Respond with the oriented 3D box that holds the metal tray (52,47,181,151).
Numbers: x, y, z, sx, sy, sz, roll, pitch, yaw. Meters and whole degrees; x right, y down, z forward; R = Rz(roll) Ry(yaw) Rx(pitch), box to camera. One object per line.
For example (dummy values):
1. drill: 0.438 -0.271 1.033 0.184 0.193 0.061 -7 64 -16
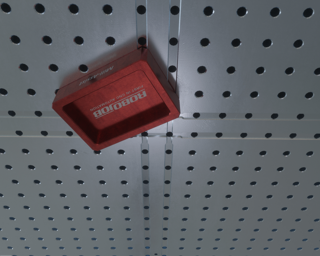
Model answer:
1. metal tray: -0.052 -0.030 0.382 0.130 0.030 0.090 -23 127 18
